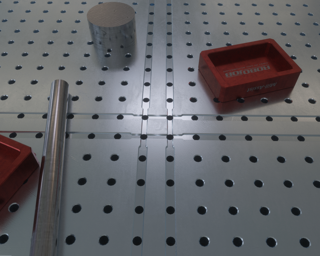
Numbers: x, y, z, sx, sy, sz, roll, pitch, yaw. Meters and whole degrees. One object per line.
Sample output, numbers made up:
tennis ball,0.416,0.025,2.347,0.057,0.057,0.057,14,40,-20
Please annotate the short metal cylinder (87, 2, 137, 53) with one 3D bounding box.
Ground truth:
short metal cylinder,-0.082,-0.176,0.538,0.081,0.050,0.080,0,50,0

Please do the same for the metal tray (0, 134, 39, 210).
metal tray,-0.226,0.044,0.365,0.130,0.030,0.090,20,53,15

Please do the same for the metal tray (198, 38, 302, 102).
metal tray,0.137,-0.093,0.483,0.131,0.030,0.090,-13,51,-11

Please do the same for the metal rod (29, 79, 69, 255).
metal rod,-0.127,0.051,0.363,0.025,0.025,0.300,-6,50,-5
